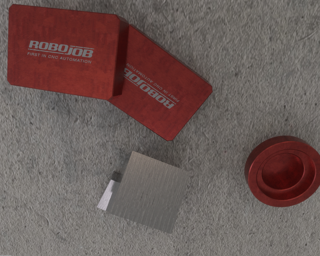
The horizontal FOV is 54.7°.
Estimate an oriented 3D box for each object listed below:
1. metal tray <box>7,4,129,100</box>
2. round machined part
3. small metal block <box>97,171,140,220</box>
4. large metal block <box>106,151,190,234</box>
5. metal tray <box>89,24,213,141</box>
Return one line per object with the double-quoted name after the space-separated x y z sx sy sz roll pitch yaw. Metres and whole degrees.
-0.106 -0.086 0.352 0.131 0.030 0.089 10 102 11 "metal tray"
0.164 0.055 0.422 0.099 0.042 0.097 0 110 0 "round machined part"
-0.056 0.097 0.445 0.050 0.025 0.050 25 108 -9 "small metal block"
-0.016 0.084 0.406 0.080 0.050 0.080 22 74 -10 "large metal block"
-0.013 -0.055 0.387 0.130 0.030 0.090 35 106 -12 "metal tray"
